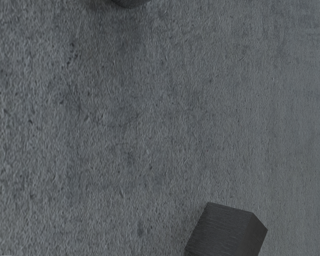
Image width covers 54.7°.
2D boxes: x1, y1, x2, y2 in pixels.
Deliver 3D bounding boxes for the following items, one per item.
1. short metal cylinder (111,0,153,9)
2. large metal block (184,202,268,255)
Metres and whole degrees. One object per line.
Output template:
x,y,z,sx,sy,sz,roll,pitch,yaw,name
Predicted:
-0.028,-0.188,0.364,0.081,0.050,0.080,0,90,-40,short metal cylinder
0.096,0.162,0.450,0.050,0.080,0.080,48,61,-30,large metal block
